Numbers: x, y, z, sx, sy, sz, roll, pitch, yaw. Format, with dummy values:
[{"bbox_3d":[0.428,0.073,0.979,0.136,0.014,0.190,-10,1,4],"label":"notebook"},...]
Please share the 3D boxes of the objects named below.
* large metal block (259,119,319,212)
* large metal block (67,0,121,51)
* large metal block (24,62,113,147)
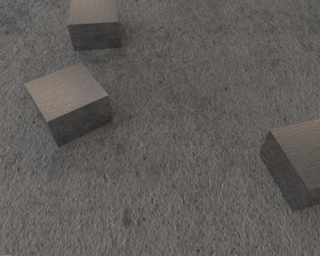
[{"bbox_3d":[0.175,0.039,0.355,0.081,0.050,0.080,-12,51,-10],"label":"large metal block"},{"bbox_3d":[-0.111,-0.182,0.539,0.081,0.050,0.080,-5,50,-4],"label":"large metal block"},{"bbox_3d":[-0.121,-0.034,0.414,0.081,0.050,0.080,-28,55,-21],"label":"large metal block"}]
